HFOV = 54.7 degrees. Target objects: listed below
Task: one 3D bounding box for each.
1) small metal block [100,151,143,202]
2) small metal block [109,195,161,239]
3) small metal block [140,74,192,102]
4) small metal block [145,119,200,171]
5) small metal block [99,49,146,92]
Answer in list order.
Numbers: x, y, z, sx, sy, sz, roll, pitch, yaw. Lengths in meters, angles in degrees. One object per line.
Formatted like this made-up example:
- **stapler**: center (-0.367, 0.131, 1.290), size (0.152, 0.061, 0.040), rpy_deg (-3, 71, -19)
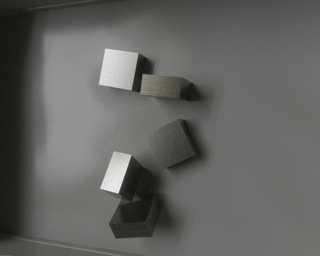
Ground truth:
- **small metal block**: center (-0.048, 0.064, 0.404), size (0.025, 0.050, 0.050), rpy_deg (10, 68, 19)
- **small metal block**: center (-0.031, 0.115, 0.404), size (0.050, 0.050, 0.025), rpy_deg (-10, 115, 19)
- **small metal block**: center (0.009, -0.050, 0.393), size (0.050, 0.050, 0.025), rpy_deg (8, 93, 19)
- **small metal block**: center (0.016, 0.022, 0.404), size (0.050, 0.025, 0.050), rpy_deg (-27, 82, 17)
- **small metal block**: center (-0.052, -0.079, 0.428), size (0.050, 0.025, 0.050), rpy_deg (12, 94, 19)
